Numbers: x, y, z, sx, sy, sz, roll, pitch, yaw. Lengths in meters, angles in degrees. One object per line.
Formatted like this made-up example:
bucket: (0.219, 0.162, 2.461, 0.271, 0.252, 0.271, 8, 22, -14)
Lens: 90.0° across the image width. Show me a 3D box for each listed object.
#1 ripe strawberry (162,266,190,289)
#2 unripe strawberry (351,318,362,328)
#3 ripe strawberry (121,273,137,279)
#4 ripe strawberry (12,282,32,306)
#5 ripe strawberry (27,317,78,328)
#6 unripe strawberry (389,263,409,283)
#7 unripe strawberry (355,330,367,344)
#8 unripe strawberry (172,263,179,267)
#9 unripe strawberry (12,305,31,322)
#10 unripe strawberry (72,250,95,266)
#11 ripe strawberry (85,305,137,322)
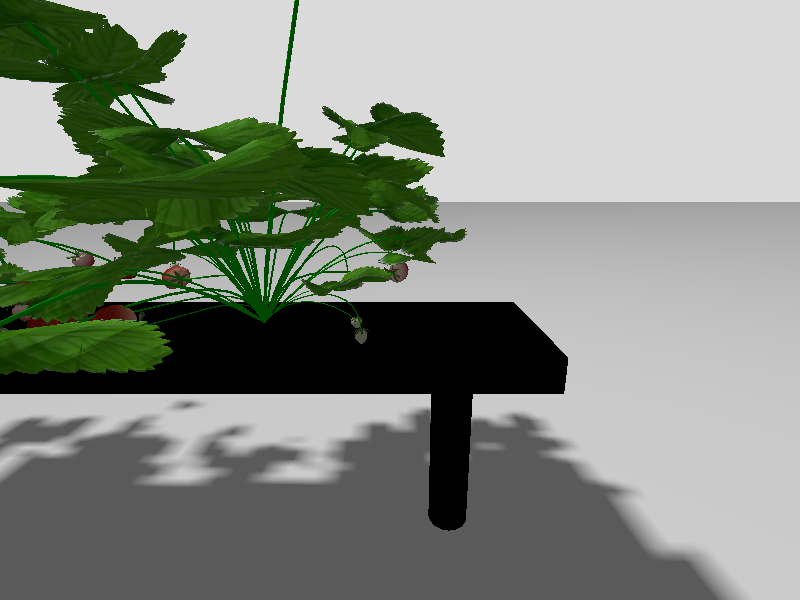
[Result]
ripe strawberry: (-0.274, -0.028, 0.488, 0.031, 0.027, 0.031, 12, 20, 39)
unripe strawberry: (-0.039, 0.021, 0.361, 0.010, 0.010, 0.009, 1, 16, 5)
ripe strawberry: (-0.373, -0.041, 0.544, 0.027, 0.029, 0.030, 16, -19, 45)
ripe strawberry: (-0.348, -0.004, 0.384, 0.037, 0.039, 0.034, -1, 16, -5)
ripe strawberry: (-0.269, 0.019, 0.315, 0.036, 0.031, 0.036, -6, 17, -19)
unripe strawberry: (0.000, -0.038, 0.523, 0.026, 0.030, 0.028, 12, 19, 36)
unripe strawberry: (-0.031, 0.029, 0.318, 0.010, 0.011, 0.011, 8, 18, 28)
unripe strawberry: (-0.291, -0.043, 0.519, 0.010, 0.010, 0.009, 15, 21, 42)
unripe strawberry: (-0.329, 0.012, 0.351, 0.015, 0.015, 0.014, 1, 16, 4)
unripe strawberry: (-0.481, -0.061, 0.611, 0.025, 0.028, 0.027, 6, -23, 19)
ripe strawberry: (-0.217, 0.023, 0.300, 0.037, 0.037, 0.035, -12, 19, -34)
